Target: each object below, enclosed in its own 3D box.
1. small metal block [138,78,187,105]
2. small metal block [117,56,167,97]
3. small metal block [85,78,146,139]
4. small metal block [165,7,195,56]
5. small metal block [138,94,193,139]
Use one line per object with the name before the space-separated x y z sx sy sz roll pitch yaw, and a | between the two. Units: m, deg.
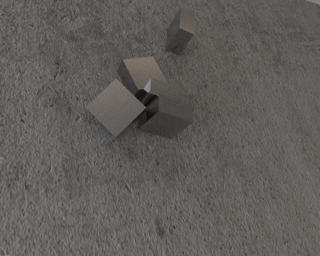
small metal block | 0.001 -0.035 0.409 0.050 0.050 0.025 15 56 -20
small metal block | -0.024 -0.070 0.433 0.050 0.025 0.050 -16 70 -34
small metal block | -0.052 -0.022 0.375 0.050 0.025 0.050 45 83 3
small metal block | 0.032 -0.155 0.499 0.025 0.050 0.050 18 55 -18
small metal block | 0.007 -0.013 0.395 0.050 0.050 0.025 17 55 -28
